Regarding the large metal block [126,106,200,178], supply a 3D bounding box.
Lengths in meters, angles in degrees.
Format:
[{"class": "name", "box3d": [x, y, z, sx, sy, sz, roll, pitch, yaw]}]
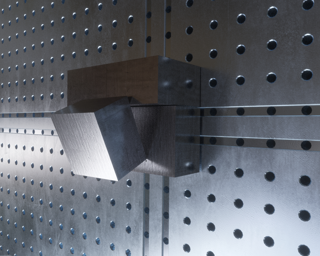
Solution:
[{"class": "large metal block", "box3d": [0.002, 0.014, 0.386, 0.080, 0.050, 0.079, 1, 91, 39]}]

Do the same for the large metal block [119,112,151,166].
[{"class": "large metal block", "box3d": [-0.060, 0.012, 0.438, 0.080, 0.050, 0.079, 1, 91, 39]}]

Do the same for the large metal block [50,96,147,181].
[{"class": "large metal block", "box3d": [-0.072, 0.011, 0.363, 0.080, 0.050, 0.080, 0, 114, 39]}]

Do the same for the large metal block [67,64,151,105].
[{"class": "large metal block", "box3d": [-0.069, -0.053, 0.427, 0.080, 0.081, 0.050, 1, 91, 39]}]

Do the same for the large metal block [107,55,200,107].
[{"class": "large metal block", "box3d": [-0.007, -0.051, 0.376, 0.080, 0.081, 0.050, 1, 91, 39]}]
